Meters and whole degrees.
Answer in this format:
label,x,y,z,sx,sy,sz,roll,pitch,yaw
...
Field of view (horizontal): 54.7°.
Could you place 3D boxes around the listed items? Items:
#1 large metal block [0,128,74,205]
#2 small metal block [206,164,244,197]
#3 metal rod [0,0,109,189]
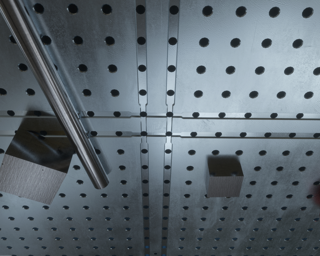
label,x,y,z,sx,sy,sz,roll,pitch,yaw
large metal block,-0.178,0.057,0.442,0.080,0.050,0.080,22,127,-18
small metal block,0.099,0.082,0.483,0.050,0.025,0.050,-1,130,0
metal rod,-0.121,-0.025,0.388,0.025,0.025,0.298,-9,130,7
